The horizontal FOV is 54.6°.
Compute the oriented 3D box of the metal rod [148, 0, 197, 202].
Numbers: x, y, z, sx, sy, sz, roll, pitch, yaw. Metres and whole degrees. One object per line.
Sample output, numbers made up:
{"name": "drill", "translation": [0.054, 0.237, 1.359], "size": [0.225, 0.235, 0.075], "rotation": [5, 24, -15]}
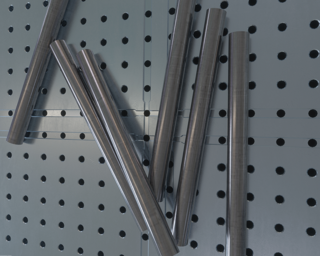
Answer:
{"name": "metal rod", "translation": [0.016, -0.052, 0.407], "size": [0.025, 0.025, 0.298], "rotation": [11, 94, 20]}

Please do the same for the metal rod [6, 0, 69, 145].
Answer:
{"name": "metal rod", "translation": [-0.180, -0.117, 0.476], "size": [0.025, 0.025, 0.299], "rotation": [23, 98, 18]}

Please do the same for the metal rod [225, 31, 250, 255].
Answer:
{"name": "metal rod", "translation": [0.094, 0.035, 0.379], "size": [0.025, 0.025, 0.298], "rotation": [1, 90, 20]}

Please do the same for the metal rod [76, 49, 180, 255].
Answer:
{"name": "metal rod", "translation": [-0.049, 0.023, 0.412], "size": [0.025, 0.025, 0.299], "rotation": [-30, 73, 17]}

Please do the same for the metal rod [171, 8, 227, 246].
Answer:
{"name": "metal rod", "translation": [0.047, 0.002, 0.396], "size": [0.025, 0.025, 0.298], "rotation": [10, 93, 20]}

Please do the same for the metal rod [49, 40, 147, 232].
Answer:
{"name": "metal rod", "translation": [-0.085, 0.004, 0.443], "size": [0.025, 0.025, 0.299], "rotation": [-31, 80, 17]}
